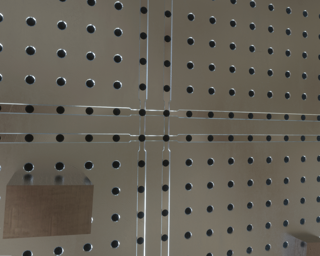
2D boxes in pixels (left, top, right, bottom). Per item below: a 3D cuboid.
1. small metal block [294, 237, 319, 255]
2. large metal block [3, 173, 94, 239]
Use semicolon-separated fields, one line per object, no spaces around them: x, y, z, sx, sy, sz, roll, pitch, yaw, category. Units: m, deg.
0.249;0.208;0.507;0.050;0.025;0.050;6;88;-20;small metal block
-0.121;0.080;0.339;0.081;0.080;0.050;4;89;-20;large metal block
